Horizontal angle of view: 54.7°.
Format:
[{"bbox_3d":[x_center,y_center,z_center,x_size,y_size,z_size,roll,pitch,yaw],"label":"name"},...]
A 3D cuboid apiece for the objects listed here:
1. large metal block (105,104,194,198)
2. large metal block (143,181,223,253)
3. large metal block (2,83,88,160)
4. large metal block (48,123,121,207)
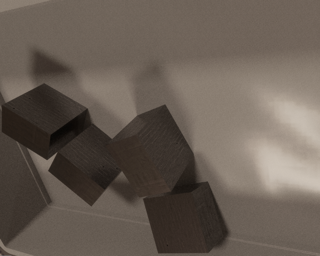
[{"bbox_3d":[-0.009,0.028,0.394,0.050,0.080,0.080,-20,108,35],"label":"large metal block"},{"bbox_3d":[0.032,0.126,0.435,0.080,0.050,0.080,-16,88,34],"label":"large metal block"},{"bbox_3d":[-0.167,-0.012,0.451,0.080,0.080,0.050,30,128,9],"label":"large metal block"},{"bbox_3d":[-0.100,0.052,0.456,0.080,0.080,0.050,39,129,1],"label":"large metal block"}]
